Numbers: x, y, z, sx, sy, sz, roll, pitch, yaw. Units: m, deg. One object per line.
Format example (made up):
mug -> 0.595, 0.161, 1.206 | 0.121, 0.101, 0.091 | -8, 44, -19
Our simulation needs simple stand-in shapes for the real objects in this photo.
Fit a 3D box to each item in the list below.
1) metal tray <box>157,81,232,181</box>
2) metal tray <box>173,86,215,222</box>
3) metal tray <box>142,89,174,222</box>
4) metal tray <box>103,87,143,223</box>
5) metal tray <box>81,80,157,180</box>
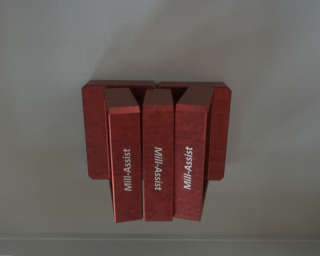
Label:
metal tray -> 0.041, 0.006, 0.409 | 0.091, 0.030, 0.129 | 0, 110, -1
metal tray -> 0.039, 0.025, 0.350 | 0.030, 0.090, 0.129 | 5, 111, 13
metal tray -> -0.002, 0.027, 0.351 | 0.030, 0.090, 0.129 | 0, 108, 0
metal tray -> -0.042, 0.027, 0.349 | 0.030, 0.090, 0.129 | -4, 111, -12
metal tray -> -0.050, 0.004, 0.407 | 0.091, 0.030, 0.129 | 0, 110, -1
